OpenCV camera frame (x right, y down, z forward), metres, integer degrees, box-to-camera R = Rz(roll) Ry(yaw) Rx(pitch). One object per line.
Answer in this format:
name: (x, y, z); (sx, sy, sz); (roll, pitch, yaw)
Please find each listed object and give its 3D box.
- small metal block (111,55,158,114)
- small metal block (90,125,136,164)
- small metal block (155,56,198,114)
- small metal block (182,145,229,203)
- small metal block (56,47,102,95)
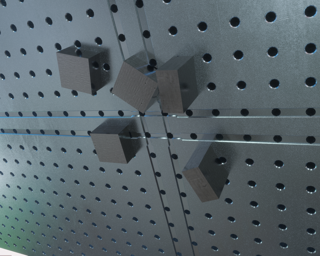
small metal block: (-0.027, -0.055, 0.390); (0.050, 0.025, 0.050); (34, 129, 5)
small metal block: (-0.070, 0.024, 0.461); (0.050, 0.025, 0.050); (1, 119, 27)
small metal block: (0.021, -0.050, 0.352); (0.025, 0.050, 0.050); (4, 120, 26)
small metal block: (0.060, 0.058, 0.399); (0.025, 0.050, 0.050); (-24, 106, 36)
small metal block: (-0.108, -0.078, 0.418); (0.050, 0.025, 0.050); (15, 124, 19)
